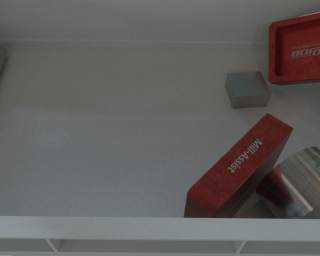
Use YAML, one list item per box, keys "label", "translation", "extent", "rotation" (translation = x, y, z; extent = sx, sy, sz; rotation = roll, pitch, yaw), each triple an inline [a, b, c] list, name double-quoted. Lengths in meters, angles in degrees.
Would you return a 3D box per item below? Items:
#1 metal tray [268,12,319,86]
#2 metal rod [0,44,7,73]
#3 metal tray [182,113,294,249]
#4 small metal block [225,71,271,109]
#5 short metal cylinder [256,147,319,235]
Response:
- label: "metal tray"
  translation: [0.218, -0.109, 0.423]
  extent: [0.130, 0.089, 0.030]
  rotation: [1, 0, 42]
- label: "metal rod"
  translation: [-0.250, -0.013, 0.412]
  extent: [0.025, 0.025, 0.300]
  rotation: [-4, 50, -4]
- label: "metal tray"
  translation: [0.079, 0.054, 0.318]
  extent: [0.030, 0.089, 0.131]
  rotation: [37, 59, 26]
- label: "small metal block"
  translation: [0.128, -0.056, 0.454]
  extent: [0.050, 0.025, 0.050]
  rotation: [-4, 50, -4]
- label: "short metal cylinder"
  translation: [0.148, 0.065, 0.317]
  extent: [0.081, 0.080, 0.050]
  rotation: [-21, 53, -17]
